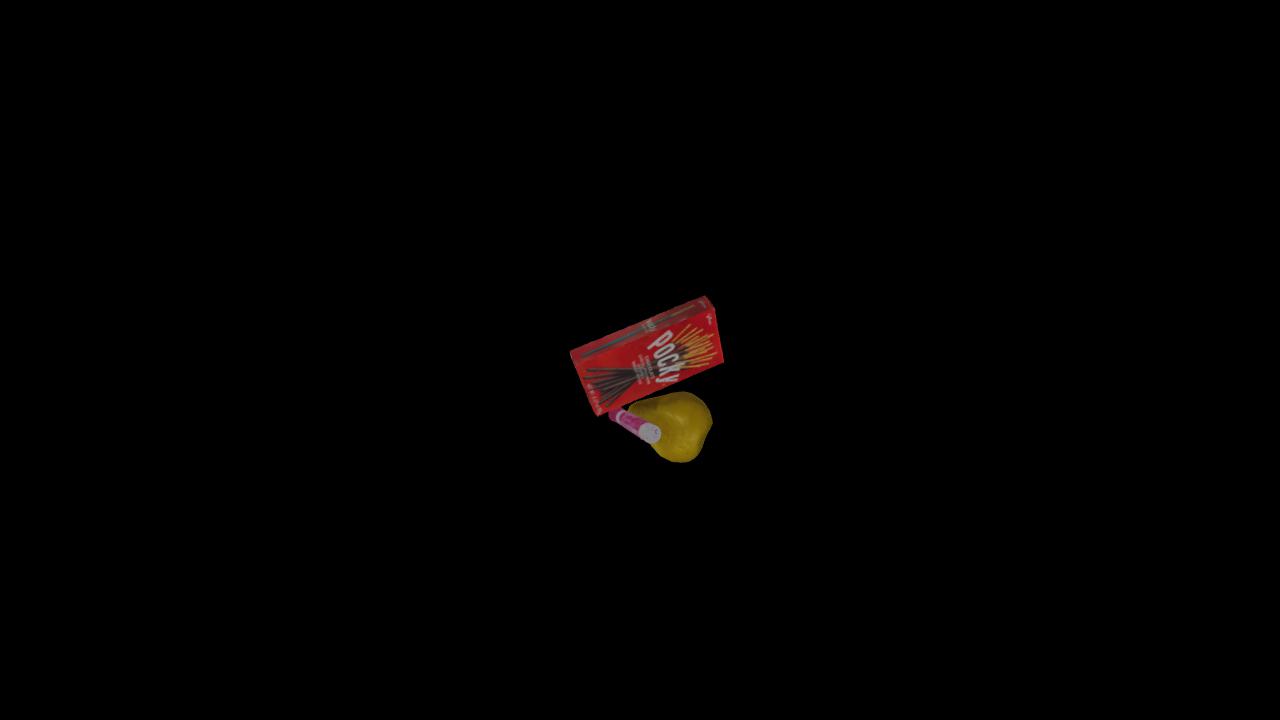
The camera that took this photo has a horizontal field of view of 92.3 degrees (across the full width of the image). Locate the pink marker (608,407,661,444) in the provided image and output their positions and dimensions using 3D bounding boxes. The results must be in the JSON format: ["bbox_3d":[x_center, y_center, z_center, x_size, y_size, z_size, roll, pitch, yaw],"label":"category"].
[{"bbox_3d":[-0.008,0.066,0.650,0.020,0.020,0.121,0,5,-20],"label":"pink marker"}]

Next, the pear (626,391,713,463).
[{"bbox_3d":[0.024,0.066,0.699,0.111,0.080,0.080,25,5,10],"label":"pear"}]

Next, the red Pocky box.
[{"bbox_3d":[0.011,-0.003,0.645,0.155,0.083,0.028,-23,42,-5],"label":"red Pocky box"}]
